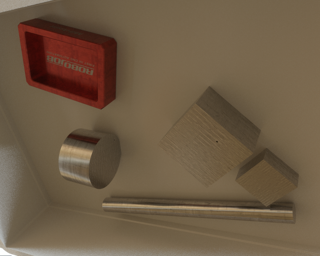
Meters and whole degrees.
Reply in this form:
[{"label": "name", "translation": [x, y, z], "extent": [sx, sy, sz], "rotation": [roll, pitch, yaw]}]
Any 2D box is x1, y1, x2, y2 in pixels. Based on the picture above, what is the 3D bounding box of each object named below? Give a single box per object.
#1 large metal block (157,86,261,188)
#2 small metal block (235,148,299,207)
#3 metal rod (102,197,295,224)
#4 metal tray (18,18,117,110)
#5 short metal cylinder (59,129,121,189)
[{"label": "large metal block", "translation": [0.057, 0.012, 0.369], "extent": [0.080, 0.050, 0.080], "rotation": [41, 129, 0]}, {"label": "small metal block", "translation": [0.130, 0.061, 0.377], "extent": [0.050, 0.025, 0.050], "rotation": [40, 129, 0]}, {"label": "metal rod", "translation": [0.038, 0.120, 0.461], "extent": [0.300, 0.025, 0.025], "rotation": [-6, 116, 30]}, {"label": "metal tray", "translation": [-0.123, -0.086, 0.414], "extent": [0.130, 0.030, 0.089], "rotation": [19, 126, 17]}, {"label": "short metal cylinder", "translation": [-0.100, 0.044, 0.451], "extent": [0.050, 0.080, 0.079], "rotation": [10, 123, 22]}]
